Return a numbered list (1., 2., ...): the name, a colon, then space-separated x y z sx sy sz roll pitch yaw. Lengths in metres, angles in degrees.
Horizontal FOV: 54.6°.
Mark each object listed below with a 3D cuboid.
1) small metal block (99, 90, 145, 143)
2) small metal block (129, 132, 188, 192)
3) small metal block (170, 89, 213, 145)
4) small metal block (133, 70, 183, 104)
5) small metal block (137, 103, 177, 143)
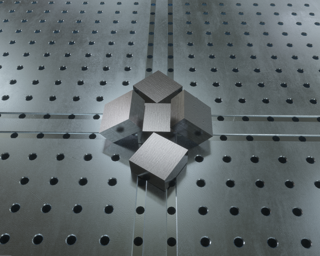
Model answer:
1. small metal block: -0.049 -0.015 0.404 0.050 0.025 0.050 -23 44 29
2. small metal block: -0.001 0.040 0.374 0.050 0.025 0.050 27 55 22
3. small metal block: 0.041 -0.014 0.402 0.050 0.025 0.050 30 43 -28
4. small metal block: -0.003 -0.052 0.452 0.050 0.025 0.050 -36 58 -27
5. small metal block: -0.003 -0.006 0.413 0.050 0.025 0.050 1 49 1
